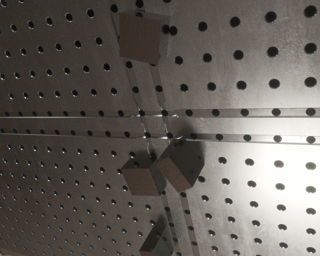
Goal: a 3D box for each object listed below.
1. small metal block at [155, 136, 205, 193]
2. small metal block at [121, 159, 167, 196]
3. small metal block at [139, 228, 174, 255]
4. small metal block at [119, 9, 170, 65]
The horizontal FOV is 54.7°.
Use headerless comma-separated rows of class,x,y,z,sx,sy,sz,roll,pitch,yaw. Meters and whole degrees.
small metal block,0.027,0.048,0.409,0.025,0.050,0.050,-29,103,37
small metal block,-0.024,0.075,0.469,0.050,0.025,0.050,-6,116,30
small metal block,-0.005,0.208,0.525,0.025,0.050,0.050,-8,115,31
small metal block,-0.018,-0.104,0.355,0.050,0.025,0.050,17,125,18
